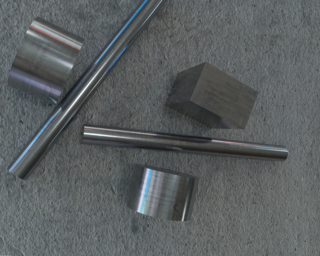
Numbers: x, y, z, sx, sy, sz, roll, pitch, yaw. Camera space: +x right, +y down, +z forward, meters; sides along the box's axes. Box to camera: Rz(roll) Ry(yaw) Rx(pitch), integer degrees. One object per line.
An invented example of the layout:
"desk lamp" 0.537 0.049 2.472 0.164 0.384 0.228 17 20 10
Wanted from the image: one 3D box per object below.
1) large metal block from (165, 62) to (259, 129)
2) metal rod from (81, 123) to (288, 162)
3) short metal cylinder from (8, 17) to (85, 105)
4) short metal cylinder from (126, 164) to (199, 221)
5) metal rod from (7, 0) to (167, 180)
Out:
"large metal block" 0.064 -0.038 0.403 0.080 0.080 0.050 25 82 -18
"metal rod" 0.048 0.023 0.426 0.302 0.025 0.025 7 88 -20
"short metal cylinder" -0.121 -0.071 0.335 0.050 0.080 0.080 24 82 -19
"short metal cylinder" 0.004 0.077 0.381 0.081 0.080 0.050 14 86 -20
"metal rod" -0.077 -0.068 0.380 0.025 0.025 0.300 39 78 -16
